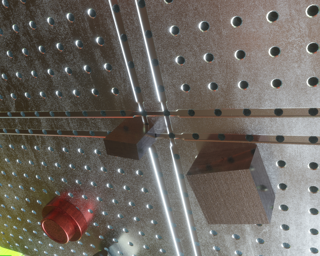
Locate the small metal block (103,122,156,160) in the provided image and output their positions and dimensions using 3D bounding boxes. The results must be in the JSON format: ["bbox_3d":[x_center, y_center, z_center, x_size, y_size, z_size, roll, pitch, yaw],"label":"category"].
[{"bbox_3d":[-0.041,0.017,0.427,0.050,0.050,0.025,7,122,24],"label":"small metal block"}]

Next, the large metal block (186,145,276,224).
[{"bbox_3d":[0.091,0.074,0.393,0.080,0.050,0.080,-12,112,33],"label":"large metal block"}]

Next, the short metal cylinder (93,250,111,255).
[{"bbox_3d":[-0.122,0.295,0.622,0.080,0.080,0.050,-28,103,37],"label":"short metal cylinder"}]

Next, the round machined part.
[{"bbox_3d":[-0.200,0.194,0.626,0.098,0.042,0.097,13,124,21],"label":"round machined part"}]
